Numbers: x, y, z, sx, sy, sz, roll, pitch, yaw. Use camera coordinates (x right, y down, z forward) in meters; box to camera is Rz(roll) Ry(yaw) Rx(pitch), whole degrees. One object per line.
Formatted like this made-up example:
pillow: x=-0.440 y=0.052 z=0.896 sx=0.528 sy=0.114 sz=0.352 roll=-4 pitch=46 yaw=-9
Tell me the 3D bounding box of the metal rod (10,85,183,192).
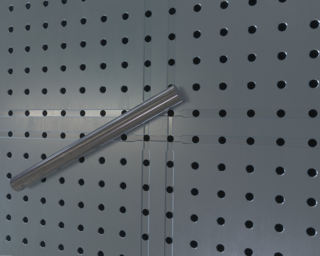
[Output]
metal rod: x=-0.102 y=0.022 z=0.449 sx=0.300 sy=0.025 sz=0.025 roll=-28 pitch=81 yaw=17
